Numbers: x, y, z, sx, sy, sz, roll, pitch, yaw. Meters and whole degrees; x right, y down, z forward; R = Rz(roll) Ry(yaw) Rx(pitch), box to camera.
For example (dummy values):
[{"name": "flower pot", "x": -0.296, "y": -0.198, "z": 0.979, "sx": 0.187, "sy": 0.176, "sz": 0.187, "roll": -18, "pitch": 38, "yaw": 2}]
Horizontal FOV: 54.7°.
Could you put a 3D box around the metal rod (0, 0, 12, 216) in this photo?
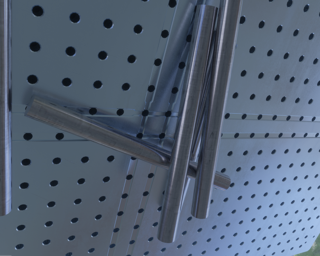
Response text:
[{"name": "metal rod", "x": -0.159, "y": -0.035, "z": 0.303, "sx": 0.025, "sy": 0.025, "sz": 0.298, "roll": -2, "pitch": 119, "yaw": -28}]

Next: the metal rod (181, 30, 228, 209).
[{"name": "metal rod", "x": 0.050, "y": 0.012, "z": 0.447, "sx": 0.025, "sy": 0.025, "sz": 0.298, "roll": -2, "pitch": 119, "yaw": -28}]

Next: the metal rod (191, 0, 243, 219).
[{"name": "metal rod", "x": 0.069, "y": -0.018, "z": 0.391, "sx": 0.025, "sy": 0.025, "sz": 0.298, "roll": -5, "pitch": 112, "yaw": -26}]

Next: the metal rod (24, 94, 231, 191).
[{"name": "metal rod", "x": -0.018, "y": 0.030, "z": 0.400, "sx": 0.302, "sy": 0.025, "sz": 0.025, "roll": 25, "pitch": 105, "yaw": -31}]

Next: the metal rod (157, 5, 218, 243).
[{"name": "metal rod", "x": 0.032, "y": 0.004, "z": 0.388, "sx": 0.025, "sy": 0.025, "sz": 0.298, "roll": 2, "pitch": 104, "yaw": -30}]
